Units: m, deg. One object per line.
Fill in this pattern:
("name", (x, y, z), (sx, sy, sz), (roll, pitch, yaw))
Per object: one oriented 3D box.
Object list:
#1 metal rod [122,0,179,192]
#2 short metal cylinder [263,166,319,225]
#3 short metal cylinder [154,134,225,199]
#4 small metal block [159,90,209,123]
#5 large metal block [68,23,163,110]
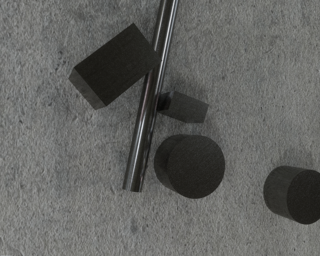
("metal rod", (-0.007, -0.067, 0.406), (0.025, 0.025, 0.298), (13, 86, -20))
("short metal cylinder", (0.207, 0.100, 0.473), (0.081, 0.050, 0.080), (0, 90, -20))
("short metal cylinder", (0.038, 0.049, 0.410), (0.081, 0.050, 0.080), (0, 90, -20))
("small metal block", (0.028, -0.026, 0.406), (0.050, 0.050, 0.025), (20, 84, -19))
("large metal block", (-0.055, -0.067, 0.360), (0.080, 0.080, 0.050), (-42, 104, -15))
